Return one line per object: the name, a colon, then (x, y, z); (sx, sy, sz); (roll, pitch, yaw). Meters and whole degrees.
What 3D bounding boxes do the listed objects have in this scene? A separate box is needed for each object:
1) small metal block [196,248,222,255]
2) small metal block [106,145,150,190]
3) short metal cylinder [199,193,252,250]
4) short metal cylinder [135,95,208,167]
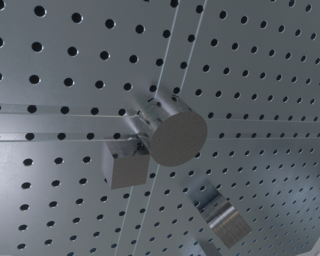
small metal block: (0.095, 0.275, 0.634); (0.050, 0.025, 0.050); (21, 107, -36)
small metal block: (-0.044, 0.052, 0.420); (0.050, 0.025, 0.050); (-5, 121, -26)
short metal cylinder: (0.113, 0.161, 0.537); (0.050, 0.080, 0.080); (-40, 130, -2)
short metal cylinder: (0.014, 0.004, 0.405); (0.081, 0.050, 0.079); (-14, 124, -21)
